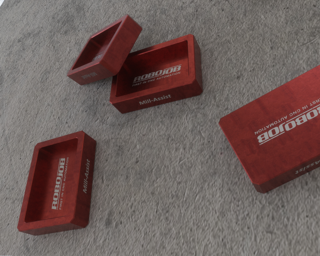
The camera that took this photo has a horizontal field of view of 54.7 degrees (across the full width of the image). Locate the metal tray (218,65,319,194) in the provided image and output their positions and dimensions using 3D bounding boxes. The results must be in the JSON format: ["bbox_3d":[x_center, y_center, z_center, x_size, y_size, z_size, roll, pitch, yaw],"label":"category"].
[{"bbox_3d":[0.140,0.000,0.327,0.130,0.030,0.090,-29,52,9],"label":"metal tray"}]

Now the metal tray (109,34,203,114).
[{"bbox_3d":[-0.006,-0.078,0.451,0.130,0.030,0.090,-12,57,21],"label":"metal tray"}]

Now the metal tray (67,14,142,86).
[{"bbox_3d":[-0.091,-0.119,0.491,0.130,0.030,0.090,-1,58,53],"label":"metal tray"}]

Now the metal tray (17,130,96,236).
[{"bbox_3d":[-0.139,0.074,0.427,0.090,0.030,0.130,-15,56,20],"label":"metal tray"}]
